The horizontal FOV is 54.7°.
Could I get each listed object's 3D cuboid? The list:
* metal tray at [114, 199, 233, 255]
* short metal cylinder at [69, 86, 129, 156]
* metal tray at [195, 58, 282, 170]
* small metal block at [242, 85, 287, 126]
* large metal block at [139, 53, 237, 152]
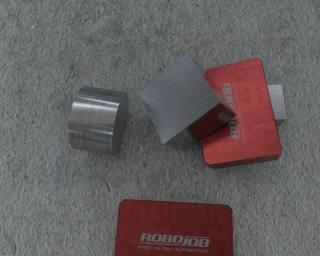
[{"bbox_3d":[0.016,0.133,0.357,0.131,0.030,0.090,3,70,1],"label":"metal tray"},{"bbox_3d":[-0.073,-0.009,0.382,0.050,0.080,0.080,10,70,3],"label":"short metal cylinder"},{"bbox_3d":[0.096,-0.018,0.399,0.090,0.030,0.130,-11,69,15],"label":"metal tray"},{"bbox_3d":[0.139,-0.030,0.420,0.050,0.025,0.050,-1,70,-1],"label":"small metal block"},{"bbox_3d":[0.032,-0.029,0.380,0.080,0.050,0.080,-37,59,19],"label":"large metal block"}]
